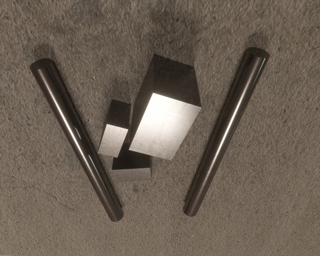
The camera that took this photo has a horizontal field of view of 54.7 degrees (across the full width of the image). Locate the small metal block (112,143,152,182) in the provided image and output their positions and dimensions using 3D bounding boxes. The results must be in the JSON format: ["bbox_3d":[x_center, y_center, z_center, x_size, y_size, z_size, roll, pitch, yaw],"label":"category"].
[{"bbox_3d":[-0.037,0.047,0.430,0.050,0.050,0.025,-4,130,2],"label":"small metal block"}]

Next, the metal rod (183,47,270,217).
[{"bbox_3d":[0.080,0.029,0.433,0.025,0.025,0.298,8,130,-7],"label":"metal rod"}]

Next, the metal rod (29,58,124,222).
[{"bbox_3d":[-0.104,0.040,0.439,0.025,0.025,0.298,-9,130,7],"label":"metal rod"}]

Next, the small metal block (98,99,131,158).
[{"bbox_3d":[-0.057,0.000,0.390,0.025,0.050,0.050,15,128,-13],"label":"small metal block"}]

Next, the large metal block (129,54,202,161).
[{"bbox_3d":[0.003,-0.024,0.351,0.050,0.080,0.079,16,128,-13],"label":"large metal block"}]
